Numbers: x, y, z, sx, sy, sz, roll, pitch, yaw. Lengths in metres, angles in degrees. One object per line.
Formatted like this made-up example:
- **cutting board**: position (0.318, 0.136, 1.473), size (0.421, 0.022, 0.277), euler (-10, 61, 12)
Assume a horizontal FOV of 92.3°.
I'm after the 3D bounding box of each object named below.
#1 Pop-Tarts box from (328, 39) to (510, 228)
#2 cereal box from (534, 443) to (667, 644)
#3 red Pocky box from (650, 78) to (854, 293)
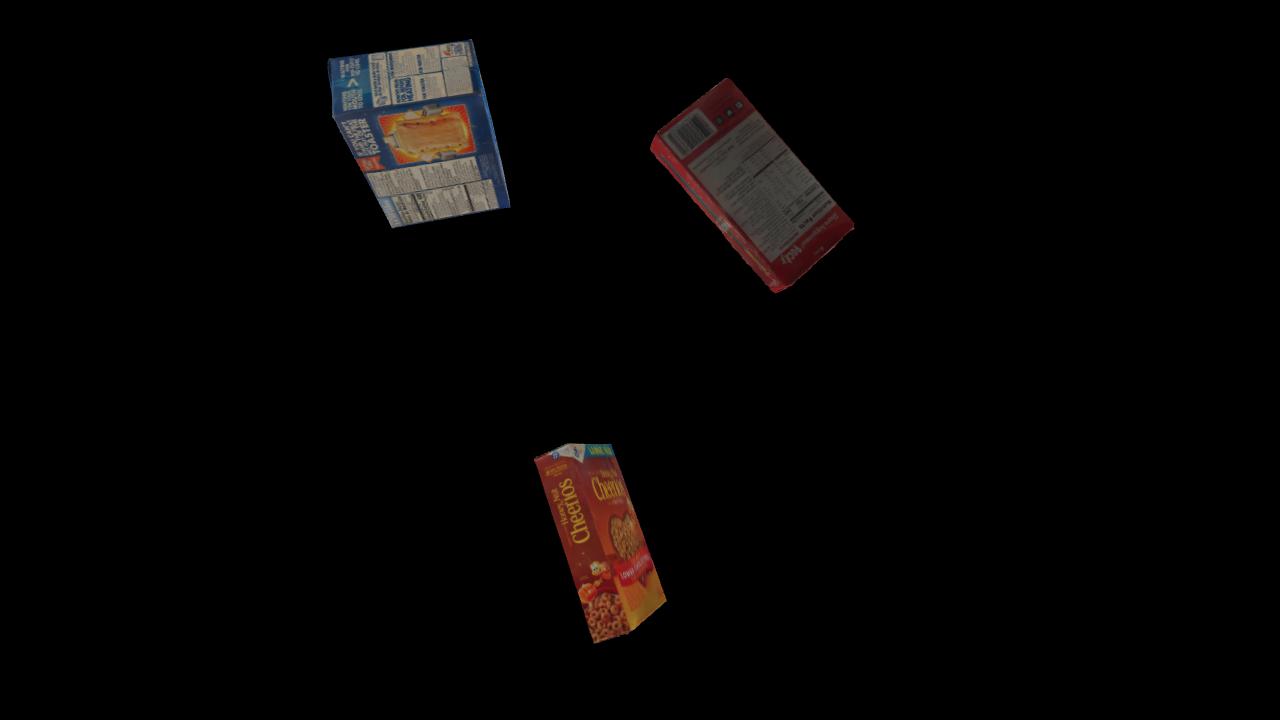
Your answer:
- **Pop-Tarts box**: position (-0.227, -0.236, 0.660), size (0.141, 0.083, 0.167), euler (-13, -25, -7)
- **cereal box**: position (-0.062, 0.294, 1.050), size (0.081, 0.306, 0.203), euler (-24, -15, 13)
- **red Pocky box**: position (0.087, -0.135, 0.481), size (0.083, 0.155, 0.028), euler (-41, 2, -14)
